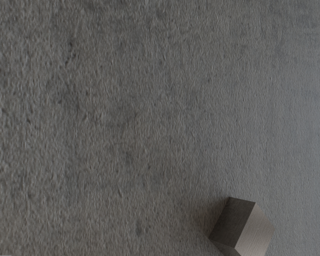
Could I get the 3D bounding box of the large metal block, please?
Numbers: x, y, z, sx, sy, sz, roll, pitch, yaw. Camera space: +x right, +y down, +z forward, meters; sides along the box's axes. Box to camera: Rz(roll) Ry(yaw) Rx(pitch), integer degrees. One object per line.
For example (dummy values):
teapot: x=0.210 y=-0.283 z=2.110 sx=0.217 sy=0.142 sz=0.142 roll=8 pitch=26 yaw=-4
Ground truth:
large metal block: x=0.135 y=0.173 z=0.506 sx=0.080 sy=0.050 sz=0.080 roll=51 pitch=60 yaw=-28
